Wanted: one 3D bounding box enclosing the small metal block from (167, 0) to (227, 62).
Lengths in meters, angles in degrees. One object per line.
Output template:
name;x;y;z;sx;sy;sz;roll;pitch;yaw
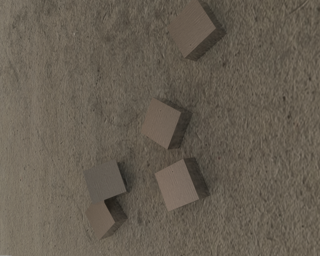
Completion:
small metal block;0.043;-0.117;0.370;0.050;0.025;0.050;-40;66;33

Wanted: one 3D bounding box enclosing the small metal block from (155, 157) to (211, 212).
small metal block;0.027;0.069;0.383;0.050;0.025;0.050;-33;70;35

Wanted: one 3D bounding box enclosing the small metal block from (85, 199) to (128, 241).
small metal block;-0.083;0.134;0.474;0.050;0.025;0.050;-51;60;28

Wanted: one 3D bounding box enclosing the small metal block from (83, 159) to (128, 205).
small metal block;-0.079;0.080;0.453;0.050;0.025;0.050;-21;73;-3

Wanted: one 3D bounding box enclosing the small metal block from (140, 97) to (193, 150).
small metal block;0.008;-0.007;0.399;0.050;0.025;0.050;31;109;35
